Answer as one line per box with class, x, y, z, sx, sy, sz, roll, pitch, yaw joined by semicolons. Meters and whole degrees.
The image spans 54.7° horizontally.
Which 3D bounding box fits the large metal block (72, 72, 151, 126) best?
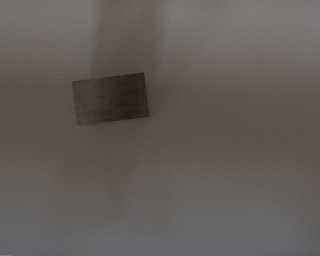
large metal block;-0.055;-0.032;0.383;0.081;0.080;0.050;-7;90;0
